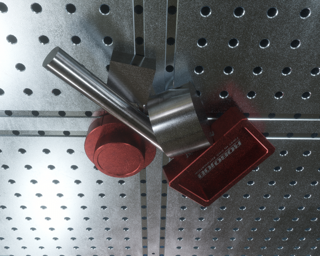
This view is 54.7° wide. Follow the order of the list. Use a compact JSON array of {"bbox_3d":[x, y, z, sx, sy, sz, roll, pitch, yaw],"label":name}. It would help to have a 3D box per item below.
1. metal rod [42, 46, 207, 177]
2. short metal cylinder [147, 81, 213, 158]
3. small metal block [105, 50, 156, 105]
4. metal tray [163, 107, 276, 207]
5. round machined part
[{"bbox_3d":[-0.012,0.004,0.393,0.025,0.025,0.301,-32,131,24],"label":"metal rod"},{"bbox_3d":[0.026,-0.009,0.368,0.050,0.080,0.080,-20,128,15],"label":"short metal cylinder"},{"bbox_3d":[-0.035,-0.058,0.362,0.050,0.025,0.050,10,129,-9],"label":"small metal block"},{"bbox_3d":[0.080,0.043,0.419,0.130,0.030,0.090,-43,127,12],"label":"metal tray"},{"bbox_3d":[-0.054,0.031,0.425,0.099,0.042,0.097,-1,130,0],"label":"round machined part"}]
